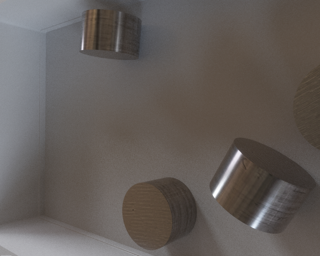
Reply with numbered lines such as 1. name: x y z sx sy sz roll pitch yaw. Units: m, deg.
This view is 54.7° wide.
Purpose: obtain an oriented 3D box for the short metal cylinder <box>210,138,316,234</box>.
1. short metal cylinder: 0.095 0.051 0.292 0.080 0.081 0.050 38 113 33

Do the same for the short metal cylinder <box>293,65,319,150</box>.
1. short metal cylinder: 0.160 -0.017 0.258 0.080 0.050 0.079 0 90 39

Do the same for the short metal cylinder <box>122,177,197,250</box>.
1. short metal cylinder: -0.001 0.105 0.390 0.080 0.050 0.079 0 90 39

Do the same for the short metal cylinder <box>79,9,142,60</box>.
1. short metal cylinder: -0.067 -0.125 0.424 0.080 0.081 0.050 9 96 39
